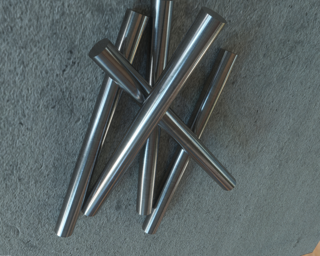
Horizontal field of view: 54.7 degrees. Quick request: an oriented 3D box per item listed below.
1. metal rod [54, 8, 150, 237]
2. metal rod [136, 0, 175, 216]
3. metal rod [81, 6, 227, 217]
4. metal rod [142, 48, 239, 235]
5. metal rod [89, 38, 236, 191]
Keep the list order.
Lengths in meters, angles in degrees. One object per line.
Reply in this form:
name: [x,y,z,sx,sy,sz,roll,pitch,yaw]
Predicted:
metal rod: [-0.077,0.010,0.370,0.025,0.025,0.298,9,114,-33]
metal rod: [-0.011,-0.006,0.397,0.025,0.025,0.298,-9,122,-24]
metal rod: [-0.025,0.007,0.343,0.025,0.025,0.298,10,130,-33]
metal rod: [0.036,0.032,0.445,0.025,0.025,0.298,9,114,-32]
metal rod: [0.025,0.005,0.389,0.025,0.025,0.300,-44,129,2]
